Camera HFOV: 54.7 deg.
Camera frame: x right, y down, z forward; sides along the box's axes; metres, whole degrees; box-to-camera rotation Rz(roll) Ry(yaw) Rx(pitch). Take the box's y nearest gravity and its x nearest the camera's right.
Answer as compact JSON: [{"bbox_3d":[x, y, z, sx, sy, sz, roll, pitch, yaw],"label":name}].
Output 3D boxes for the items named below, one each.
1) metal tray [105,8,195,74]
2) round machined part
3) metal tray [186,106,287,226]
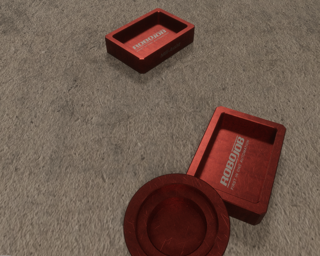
[{"bbox_3d":[-0.015,-0.152,0.527,0.090,0.030,0.131,36,58,26],"label":"metal tray"},{"bbox_3d":[0.017,0.098,0.303,0.099,0.042,0.098,-2,59,4],"label":"round machined part"},{"bbox_3d":[0.090,0.038,0.369,0.090,0.030,0.130,19,52,15],"label":"metal tray"}]
